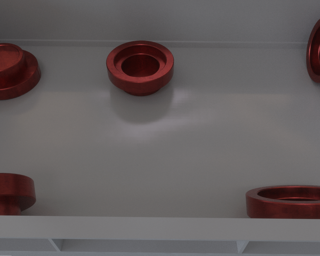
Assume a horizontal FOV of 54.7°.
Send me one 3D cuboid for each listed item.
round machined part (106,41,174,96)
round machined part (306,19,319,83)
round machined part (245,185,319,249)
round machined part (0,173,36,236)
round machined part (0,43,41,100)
[{"bbox_3d":[-0.029,-0.086,0.466,0.099,0.042,0.098,0,50,0],"label":"round machined part"},{"bbox_3d":[0.258,-0.115,0.456,0.042,0.097,0.098,1,50,1],"label":"round machined part"},{"bbox_3d":[0.135,0.084,0.301,0.099,0.098,0.042,-3,88,-3],"label":"round machined part"},{"bbox_3d":[-0.170,0.079,0.293,0.099,0.098,0.042,-13,68,-10],"label":"round machined part"},{"bbox_3d":[-0.236,-0.091,0.467,0.099,0.042,0.098,2,50,-2],"label":"round machined part"}]
